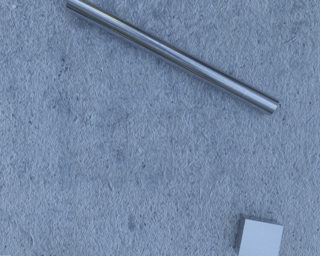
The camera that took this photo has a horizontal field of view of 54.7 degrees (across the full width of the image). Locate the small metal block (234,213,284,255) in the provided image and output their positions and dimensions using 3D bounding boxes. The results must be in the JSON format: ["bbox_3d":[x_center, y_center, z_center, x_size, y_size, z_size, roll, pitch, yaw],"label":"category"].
[{"bbox_3d":[0.130,0.146,0.412,0.050,0.025,0.050,11,90,-1],"label":"small metal block"}]

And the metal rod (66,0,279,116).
[{"bbox_3d":[0.017,-0.096,0.410,0.301,0.025,0.025,27,90,-1],"label":"metal rod"}]
